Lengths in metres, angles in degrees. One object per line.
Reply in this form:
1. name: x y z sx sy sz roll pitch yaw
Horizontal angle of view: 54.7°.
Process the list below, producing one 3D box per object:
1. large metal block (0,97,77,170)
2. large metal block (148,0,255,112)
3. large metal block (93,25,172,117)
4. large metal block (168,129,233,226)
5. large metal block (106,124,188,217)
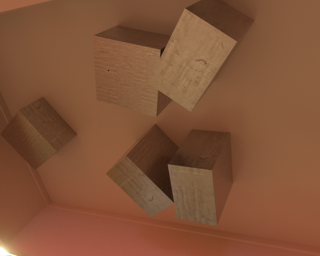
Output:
1. large metal block: -0.195 0.010 0.499 0.080 0.050 0.080 -35 99 38
2. large metal block: 0.041 -0.075 0.304 0.050 0.080 0.079 35 129 5
3. large metal block: -0.028 -0.068 0.364 0.080 0.050 0.079 17 125 18
4. large metal block: 0.054 0.057 0.379 0.050 0.080 0.079 5 121 25
5. large metal block: -0.009 0.054 0.410 0.080 0.080 0.050 46 129 -4
